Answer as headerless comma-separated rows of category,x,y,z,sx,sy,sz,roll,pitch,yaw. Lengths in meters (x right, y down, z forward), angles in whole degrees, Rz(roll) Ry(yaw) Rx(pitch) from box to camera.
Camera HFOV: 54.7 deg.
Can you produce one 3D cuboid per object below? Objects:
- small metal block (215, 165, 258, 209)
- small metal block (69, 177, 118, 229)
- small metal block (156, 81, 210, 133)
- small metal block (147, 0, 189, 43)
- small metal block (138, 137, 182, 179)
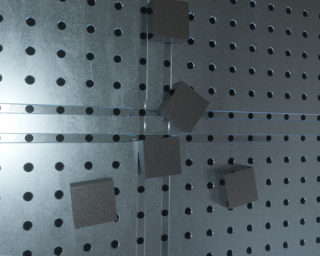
small metal block,0.113,0.086,0.456,0.050,0.025,0.050,-11,94,-20
small metal block,-0.082,0.091,0.383,0.050,0.025,0.050,-6,92,-20
small metal block,0.031,-0.028,0.425,0.050,0.025,0.050,36,78,-17
small metal block,0.011,-0.143,0.418,0.050,0.025,0.050,-1,91,-21
small metal block,-0.001,0.038,0.413,0.050,0.025,0.050,-4,92,-20
